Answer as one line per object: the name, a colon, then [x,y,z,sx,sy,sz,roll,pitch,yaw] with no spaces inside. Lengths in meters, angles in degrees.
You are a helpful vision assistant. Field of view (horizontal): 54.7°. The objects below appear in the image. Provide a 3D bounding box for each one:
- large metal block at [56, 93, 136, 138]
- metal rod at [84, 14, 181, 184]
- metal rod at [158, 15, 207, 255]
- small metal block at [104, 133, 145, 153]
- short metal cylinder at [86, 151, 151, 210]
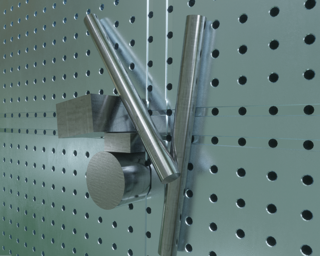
large metal block: [-0.091,-0.015,0.449,0.080,0.081,0.050,-9,84,39]
metal rod: [-0.049,-0.058,0.432,0.025,0.025,0.299,-46,57,30]
metal rod: [0.027,0.015,0.387,0.025,0.025,0.298,11,97,39]
small metal block: [-0.041,0.019,0.427,0.050,0.050,0.025,0,90,40]
short metal cylinder: [-0.060,0.071,0.443,0.080,0.050,0.079,0,91,40]
